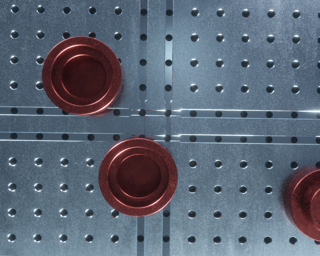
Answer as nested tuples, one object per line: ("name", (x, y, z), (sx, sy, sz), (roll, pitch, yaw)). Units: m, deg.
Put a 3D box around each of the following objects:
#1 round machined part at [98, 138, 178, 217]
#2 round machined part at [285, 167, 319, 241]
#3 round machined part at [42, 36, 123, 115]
("round machined part", (-0.027, 0.061, 0.405), (0.099, 0.042, 0.097), (0, 90, -1))
("round machined part", (0.221, 0.102, 0.408), (0.099, 0.042, 0.097), (0, 90, -1))
("round machined part", (-0.097, -0.065, 0.404), (0.099, 0.042, 0.097), (0, 90, -1))
